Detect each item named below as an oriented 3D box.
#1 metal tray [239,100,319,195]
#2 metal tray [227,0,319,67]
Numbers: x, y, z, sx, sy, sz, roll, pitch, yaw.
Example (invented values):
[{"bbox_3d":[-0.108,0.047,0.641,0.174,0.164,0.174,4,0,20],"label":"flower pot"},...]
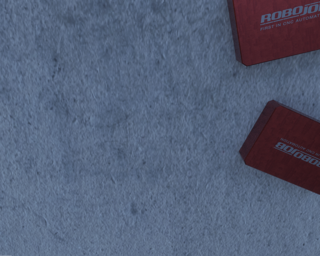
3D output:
[{"bbox_3d":[0.187,0.028,0.420,0.131,0.030,0.089,22,108,-9],"label":"metal tray"},{"bbox_3d":[0.151,-0.132,0.361,0.131,0.030,0.089,-13,110,4],"label":"metal tray"}]
